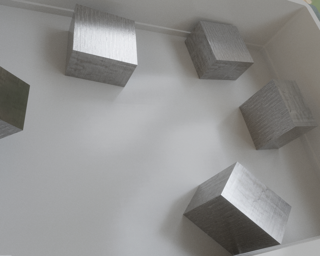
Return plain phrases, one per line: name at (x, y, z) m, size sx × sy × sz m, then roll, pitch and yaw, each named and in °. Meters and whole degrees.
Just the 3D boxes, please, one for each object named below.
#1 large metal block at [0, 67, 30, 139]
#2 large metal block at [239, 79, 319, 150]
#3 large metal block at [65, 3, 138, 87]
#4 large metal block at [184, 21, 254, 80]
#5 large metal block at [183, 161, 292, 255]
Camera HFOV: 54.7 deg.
large metal block at (-0.177, -0.024, 0.269) m, size 0.080 × 0.080 × 0.050 m, roll 42°, pitch 37°, yaw -53°
large metal block at (0.181, -0.019, 0.482) m, size 0.050 × 0.080 × 0.080 m, roll -1°, pitch 62°, yaw -29°
large metal block at (-0.079, -0.108, 0.414) m, size 0.081 × 0.050 × 0.080 m, roll 9°, pitch 58°, yaw -24°
large metal block at (0.099, -0.129, 0.524) m, size 0.081 × 0.050 × 0.080 m, roll -4°, pitch 64°, yaw -30°
large metal block at (0.088, 0.096, 0.361) m, size 0.080 × 0.080 × 0.050 m, roll 40°, pitch 51°, yaw -2°
